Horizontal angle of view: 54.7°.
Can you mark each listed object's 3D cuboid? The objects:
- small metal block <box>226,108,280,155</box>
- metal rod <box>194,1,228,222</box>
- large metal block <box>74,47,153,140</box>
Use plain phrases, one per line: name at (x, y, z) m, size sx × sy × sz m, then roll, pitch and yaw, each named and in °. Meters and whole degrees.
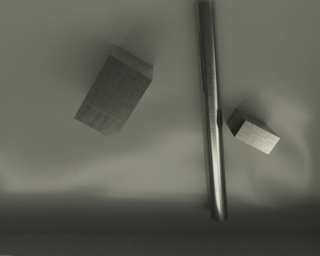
small metal block at (0.119, 0.003, 0.401) m, size 0.050 × 0.050 × 0.025 m, roll 26°, pitch 108°, yaw -10°
metal rod at (0.070, -0.007, 0.409) m, size 0.025 × 0.025 × 0.298 m, roll -7°, pitch 110°, yaw 2°
large metal block at (-0.051, -0.044, 0.365) m, size 0.050 × 0.080 × 0.080 m, roll 30°, pitch 107°, yaw -11°
